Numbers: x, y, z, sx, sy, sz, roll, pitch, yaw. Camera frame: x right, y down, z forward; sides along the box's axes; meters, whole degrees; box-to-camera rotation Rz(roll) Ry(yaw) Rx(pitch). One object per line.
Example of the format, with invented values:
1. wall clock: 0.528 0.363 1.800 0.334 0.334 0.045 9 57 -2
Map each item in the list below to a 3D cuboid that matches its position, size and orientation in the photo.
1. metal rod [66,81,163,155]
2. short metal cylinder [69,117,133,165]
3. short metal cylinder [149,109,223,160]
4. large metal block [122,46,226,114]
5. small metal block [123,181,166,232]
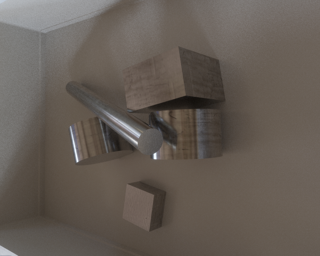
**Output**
1. metal rod: -0.078 -0.028 0.402 0.300 0.025 0.025 30 110 57
2. short metal cylinder: -0.083 0.018 0.437 0.080 0.081 0.050 -23 76 37
3. short metal cylinder: 0.028 0.007 0.346 0.080 0.081 0.050 -3 88 39
4. large metal block: 0.017 -0.049 0.356 0.080 0.081 0.050 -13 82 39
5. small metal block: -0.022 0.106 0.423 0.050 0.025 0.050 13 98 39
